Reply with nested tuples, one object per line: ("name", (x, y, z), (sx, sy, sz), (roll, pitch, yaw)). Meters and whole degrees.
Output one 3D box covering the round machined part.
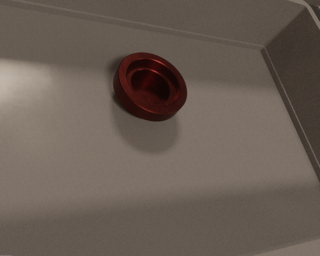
("round machined part", (-0.016, -0.051, 0.418), (0.099, 0.042, 0.098), (14, 56, -21))
